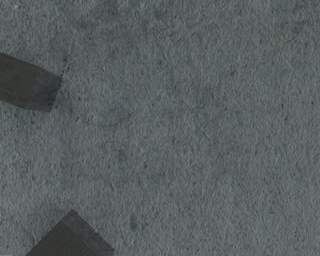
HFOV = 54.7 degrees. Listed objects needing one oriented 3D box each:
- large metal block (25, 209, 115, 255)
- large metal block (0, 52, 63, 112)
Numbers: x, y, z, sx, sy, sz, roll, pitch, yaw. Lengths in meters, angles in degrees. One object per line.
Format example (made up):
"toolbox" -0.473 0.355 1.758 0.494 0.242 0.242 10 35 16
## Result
"large metal block" -0.119 0.166 0.397 0.080 0.050 0.080 45 90 0
"large metal block" -0.178 -0.058 0.381 0.080 0.080 0.050 21 90 0
